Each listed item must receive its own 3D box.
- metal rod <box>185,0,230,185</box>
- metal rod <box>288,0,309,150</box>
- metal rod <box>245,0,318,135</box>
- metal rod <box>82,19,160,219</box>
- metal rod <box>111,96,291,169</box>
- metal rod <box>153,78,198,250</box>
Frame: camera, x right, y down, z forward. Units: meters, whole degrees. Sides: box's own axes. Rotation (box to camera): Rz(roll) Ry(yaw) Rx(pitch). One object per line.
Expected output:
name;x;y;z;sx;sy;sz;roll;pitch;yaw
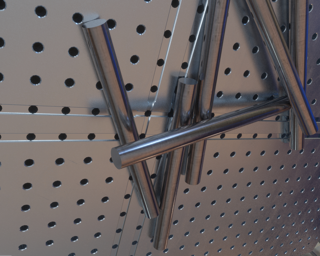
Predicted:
metal rod;0.060;-0.047;0.414;0.025;0.025;0.298;-10;123;-23
metal rod;0.211;-0.081;0.475;0.025;0.025;0.299;-28;128;-11
metal rod;0.168;-0.093;0.426;0.025;0.025;0.300;-40;124;-1
metal rod;-0.039;0.013;0.397;0.025;0.025;0.299;-23;127;-14
metal rod;0.076;-0.003;0.417;0.302;0.025;0.025;-16;126;-31
metal rod;0.018;0.071;0.463;0.025;0.025;0.298;-7;121;-25
